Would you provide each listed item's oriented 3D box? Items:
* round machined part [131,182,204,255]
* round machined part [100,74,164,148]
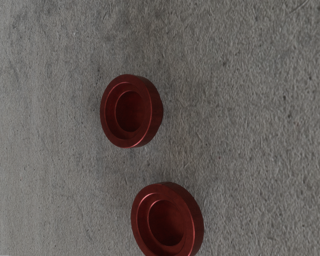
[{"bbox_3d":[0.013,0.115,0.383,0.098,0.042,0.097,0,90,40],"label":"round machined part"},{"bbox_3d":[-0.034,-0.022,0.422,0.098,0.042,0.097,0,90,40],"label":"round machined part"}]
